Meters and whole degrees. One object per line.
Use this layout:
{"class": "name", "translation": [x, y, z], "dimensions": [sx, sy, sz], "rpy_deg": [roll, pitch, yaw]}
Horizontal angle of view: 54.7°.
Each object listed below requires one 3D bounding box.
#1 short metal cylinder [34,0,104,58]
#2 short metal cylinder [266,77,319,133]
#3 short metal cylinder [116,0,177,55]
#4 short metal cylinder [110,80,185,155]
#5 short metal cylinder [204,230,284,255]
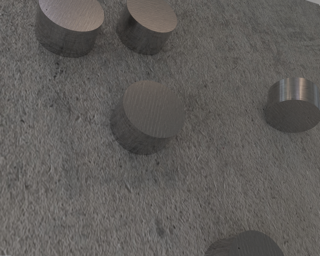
{"class": "short metal cylinder", "translation": [-0.120, -0.140, 0.409], "dimensions": [0.081, 0.050, 0.080], "rpy_deg": [14, 56, -21]}
{"class": "short metal cylinder", "translation": [0.218, -0.036, 0.508], "dimensions": [0.080, 0.080, 0.050], "rpy_deg": [26, 53, -12]}
{"class": "short metal cylinder", "translation": [-0.021, -0.159, 0.473], "dimensions": [0.081, 0.050, 0.080], "rpy_deg": [14, 56, -21]}
{"class": "short metal cylinder", "translation": [-0.016, -0.012, 0.386], "dimensions": [0.081, 0.050, 0.080], "rpy_deg": [14, 56, -21]}
{"class": "short metal cylinder", "translation": [0.094, 0.159, 0.341], "dimensions": [0.081, 0.050, 0.080], "rpy_deg": [14, 56, -21]}
